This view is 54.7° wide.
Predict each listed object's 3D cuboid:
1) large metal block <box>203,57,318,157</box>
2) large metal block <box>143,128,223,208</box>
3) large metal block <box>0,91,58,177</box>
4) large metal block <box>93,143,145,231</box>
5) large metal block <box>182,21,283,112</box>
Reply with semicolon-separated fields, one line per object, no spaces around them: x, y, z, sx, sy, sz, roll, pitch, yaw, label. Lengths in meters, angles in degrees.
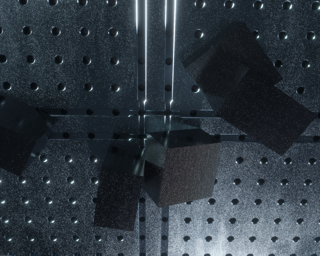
0.098;-0.026;0.323;0.080;0.080;0.050;31;107;-11;large metal block
0.027;0.049;0.402;0.081;0.050;0.079;-4;113;-28;large metal block
-0.186;0.004;0.383;0.080;0.080;0.050;28;108;-10;large metal block
-0.051;0.075;0.411;0.050;0.080;0.079;9;110;-4;large metal block
0.085;-0.070;0.375;0.080;0.050;0.080;-37;106;12;large metal block
